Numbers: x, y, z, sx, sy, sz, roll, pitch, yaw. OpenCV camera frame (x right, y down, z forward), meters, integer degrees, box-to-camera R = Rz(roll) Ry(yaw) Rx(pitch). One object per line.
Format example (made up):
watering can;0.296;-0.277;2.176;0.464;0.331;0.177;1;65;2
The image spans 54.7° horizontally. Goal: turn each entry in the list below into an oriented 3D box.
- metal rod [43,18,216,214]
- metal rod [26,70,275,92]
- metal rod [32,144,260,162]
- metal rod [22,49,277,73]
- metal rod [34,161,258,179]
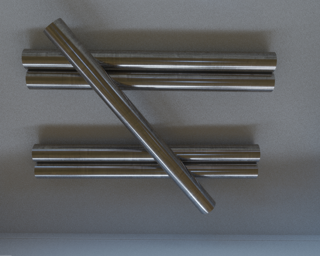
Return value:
metal rod;-0.026;-0.003;0.382;0.025;0.025;0.300;-36;106;12
metal rod;-0.011;-0.059;0.387;0.302;0.025;0.025;1;110;-1
metal rod;-0.018;0.034;0.422;0.302;0.025;0.025;0;110;-1
metal rod;-0.012;-0.082;0.379;0.302;0.025;0.025;1;110;-1
metal rod;-0.018;0.058;0.430;0.302;0.025;0.025;0;110;-1
